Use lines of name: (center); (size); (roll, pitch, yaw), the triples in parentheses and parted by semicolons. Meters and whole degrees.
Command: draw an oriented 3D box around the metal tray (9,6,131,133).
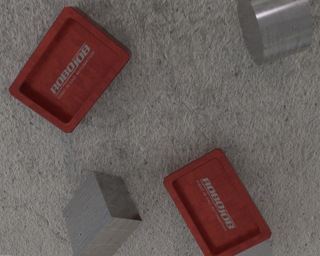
metal tray: (-0.109, -0.069, 0.380); (0.090, 0.030, 0.130); (38, 106, -13)

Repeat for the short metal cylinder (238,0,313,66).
short metal cylinder: (0.123, -0.115, 0.339); (0.050, 0.080, 0.080); (-18, 109, 6)

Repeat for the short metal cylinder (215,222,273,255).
short metal cylinder: (0.119, 0.174, 0.462); (0.081, 0.050, 0.079); (0, 110, 0)

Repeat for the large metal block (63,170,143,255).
large metal block: (-0.080, 0.118, 0.415); (0.050, 0.080, 0.080); (24, 111, -41)

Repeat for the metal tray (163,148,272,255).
metal tray: (0.075, 0.103, 0.417); (0.090, 0.030, 0.130); (-31, 82, 10)
